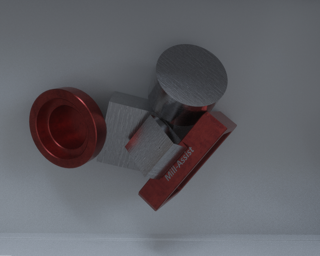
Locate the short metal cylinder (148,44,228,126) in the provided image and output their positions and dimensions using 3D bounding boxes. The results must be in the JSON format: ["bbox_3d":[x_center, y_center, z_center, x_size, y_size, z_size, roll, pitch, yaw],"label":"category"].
[{"bbox_3d":[0.030,-0.048,0.356,0.080,0.080,0.050,15,153,-6],"label":"short metal cylinder"}]

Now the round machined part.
[{"bbox_3d":[-0.109,-0.003,0.386,0.098,0.042,0.097,6,106,21],"label":"round machined part"}]

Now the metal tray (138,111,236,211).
[{"bbox_3d":[0.037,0.038,0.388,0.030,0.090,0.129,42,106,14],"label":"metal tray"}]

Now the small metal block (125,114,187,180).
[{"bbox_3d":[-0.006,0.022,0.349,0.025,0.050,0.050,20,114,-49],"label":"small metal block"}]

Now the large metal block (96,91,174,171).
[{"bbox_3d":[-0.030,0.006,0.398,0.081,0.050,0.079,14,109,-6],"label":"large metal block"}]
